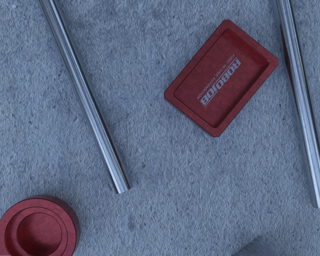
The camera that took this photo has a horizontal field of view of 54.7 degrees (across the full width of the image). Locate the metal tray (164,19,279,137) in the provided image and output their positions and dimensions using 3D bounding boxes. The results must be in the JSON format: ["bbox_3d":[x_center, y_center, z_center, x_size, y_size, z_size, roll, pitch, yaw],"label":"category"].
[{"bbox_3d":[0.078,-0.063,0.408,0.090,0.030,0.130,39,90,-1],"label":"metal tray"}]

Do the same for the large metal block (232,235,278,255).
[{"bbox_3d":[0.140,0.194,0.385,0.050,0.080,0.080,-36,90,0],"label":"large metal block"}]

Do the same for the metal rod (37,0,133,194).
[{"bbox_3d":[-0.103,-0.056,0.408,0.025,0.025,0.299,-22,90,0],"label":"metal rod"}]

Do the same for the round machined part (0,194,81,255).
[{"bbox_3d":[-0.152,0.134,0.400,0.099,0.042,0.097,0,90,-1],"label":"round machined part"}]

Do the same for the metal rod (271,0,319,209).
[{"bbox_3d":[0.187,-0.043,0.412,0.025,0.025,0.298,-11,90,0],"label":"metal rod"}]
